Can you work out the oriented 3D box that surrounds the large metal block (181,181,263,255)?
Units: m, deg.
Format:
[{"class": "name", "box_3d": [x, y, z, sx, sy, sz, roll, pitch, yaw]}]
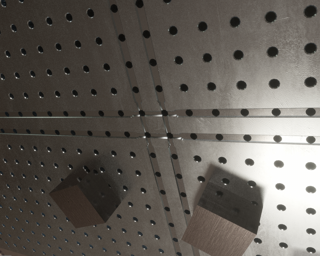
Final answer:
[{"class": "large metal block", "box_3d": [0.085, 0.134, 0.432, 0.080, 0.050, 0.079, 25, 127, 12]}]

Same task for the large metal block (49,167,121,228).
[{"class": "large metal block", "box_3d": [-0.129, 0.122, 0.536, 0.080, 0.050, 0.080, -22, 107, 36]}]
